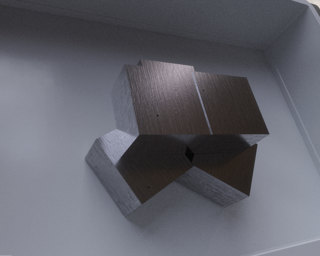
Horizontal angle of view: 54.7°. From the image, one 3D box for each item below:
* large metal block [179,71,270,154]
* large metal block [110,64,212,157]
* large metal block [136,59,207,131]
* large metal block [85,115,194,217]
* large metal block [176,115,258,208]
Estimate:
[{"bbox_3d":[0.070,-0.017,0.369,0.081,0.050,0.080,1,62,-28],"label":"large metal block"},{"bbox_3d":[-0.002,-0.017,0.333,0.081,0.050,0.080,1,62,-28],"label":"large metal block"},{"bbox_3d":[0.008,-0.041,0.417,0.081,0.050,0.080,1,61,-28],"label":"large metal block"},{"bbox_3d":[-0.024,0.039,0.351,0.081,0.050,0.080,-29,78,-37],"label":"large metal block"},{"bbox_3d":[0.072,0.043,0.399,0.080,0.050,0.080,30,52,-9],"label":"large metal block"}]
